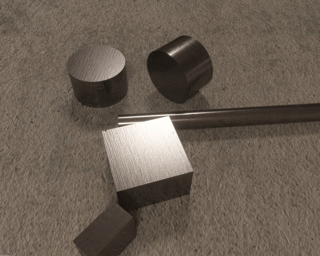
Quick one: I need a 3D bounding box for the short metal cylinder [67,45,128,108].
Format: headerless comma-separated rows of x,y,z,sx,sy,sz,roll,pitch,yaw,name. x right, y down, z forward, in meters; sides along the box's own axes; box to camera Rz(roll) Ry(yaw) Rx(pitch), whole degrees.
-0.089,-0.075,0.449,0.081,0.050,0.080,0,50,0,short metal cylinder

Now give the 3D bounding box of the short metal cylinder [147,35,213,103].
0.027,-0.083,0.438,0.050,0.080,0.080,-37,59,-27,short metal cylinder

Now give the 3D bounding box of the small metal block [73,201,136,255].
-0.051,0.106,0.297,0.025,0.050,0.050,33,57,24,small metal block

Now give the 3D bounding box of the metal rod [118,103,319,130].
0.097,-0.014,0.416,0.302,0.025,0.025,-4,50,-4,metal rod

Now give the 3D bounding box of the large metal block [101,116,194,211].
-0.016,0.040,0.353,0.081,0.050,0.080,-13,51,-11,large metal block
